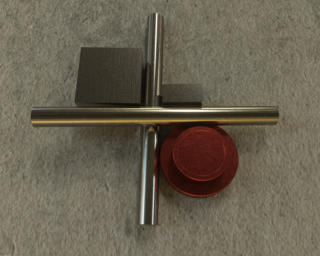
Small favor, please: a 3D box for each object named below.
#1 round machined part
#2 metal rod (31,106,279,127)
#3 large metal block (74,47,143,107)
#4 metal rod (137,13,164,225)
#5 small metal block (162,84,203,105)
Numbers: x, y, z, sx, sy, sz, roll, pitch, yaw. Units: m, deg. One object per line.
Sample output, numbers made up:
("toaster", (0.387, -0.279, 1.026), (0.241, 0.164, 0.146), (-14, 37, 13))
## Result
("round machined part", (0.049, 0.036, 0.387), (0.099, 0.042, 0.098), (0, 70, -1))
("metal rod", (-0.002, -0.015, 0.388), (0.302, 0.025, 0.025), (-1, 70, -5))
("large metal block", (-0.064, -0.060, 0.416), (0.081, 0.050, 0.080), (1, 70, 0))
("metal rod", (-0.011, -0.025, 0.418), (0.025, 0.025, 0.299), (2, 70, 0))
("small metal block", (0.028, -0.036, 0.410), (0.050, 0.050, 0.025), (-1, 70, -1))
